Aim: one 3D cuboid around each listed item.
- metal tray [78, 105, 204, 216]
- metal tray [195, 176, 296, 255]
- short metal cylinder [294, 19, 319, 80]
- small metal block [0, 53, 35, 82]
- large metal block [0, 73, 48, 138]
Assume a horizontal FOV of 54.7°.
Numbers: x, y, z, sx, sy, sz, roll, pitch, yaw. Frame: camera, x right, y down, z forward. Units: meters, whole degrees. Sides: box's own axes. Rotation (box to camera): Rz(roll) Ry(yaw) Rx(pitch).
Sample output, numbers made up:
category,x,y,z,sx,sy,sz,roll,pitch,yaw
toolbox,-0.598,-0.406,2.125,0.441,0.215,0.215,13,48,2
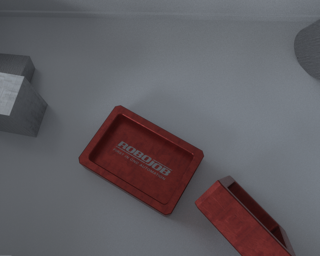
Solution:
category,x,y,z,sx,sy,sz,roll,pitch,yaw
metal tray,-0.023,0.040,0.391,0.130,0.030,0.090,29,72,10
metal tray,0.088,0.093,0.318,0.030,0.130,0.090,-46,73,7
short metal cylinder,0.234,-0.112,0.424,0.050,0.080,0.080,-31,73,-11
small metal block,-0.210,-0.075,0.429,0.050,0.025,0.050,6,58,1
large metal block,-0.201,-0.030,0.389,0.080,0.080,0.050,10,71,3
